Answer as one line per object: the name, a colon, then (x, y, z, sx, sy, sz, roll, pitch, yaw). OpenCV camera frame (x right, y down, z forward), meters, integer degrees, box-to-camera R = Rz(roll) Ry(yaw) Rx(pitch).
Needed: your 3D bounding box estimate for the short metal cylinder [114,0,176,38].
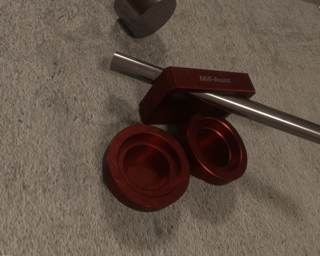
short metal cylinder: (-0.022, -0.184, 0.470, 0.081, 0.080, 0.050, -31, 79, -38)

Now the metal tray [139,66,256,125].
metal tray: (0.049, -0.039, 0.413, 0.131, 0.090, 0.030, -1, 63, -29)

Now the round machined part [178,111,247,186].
round machined part: (0.063, 0.030, 0.406, 0.099, 0.042, 0.098, 19, 51, -26)

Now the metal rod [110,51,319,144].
metal rod: (0.083, -0.036, 0.405, 0.302, 0.025, 0.025, 19, 54, -6)

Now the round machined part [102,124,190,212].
round machined part: (-0.018, 0.048, 0.355, 0.099, 0.042, 0.098, 14, 56, -21)
